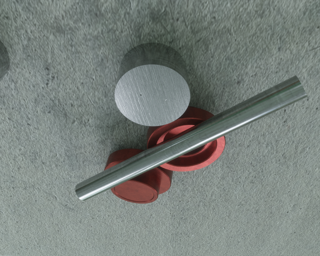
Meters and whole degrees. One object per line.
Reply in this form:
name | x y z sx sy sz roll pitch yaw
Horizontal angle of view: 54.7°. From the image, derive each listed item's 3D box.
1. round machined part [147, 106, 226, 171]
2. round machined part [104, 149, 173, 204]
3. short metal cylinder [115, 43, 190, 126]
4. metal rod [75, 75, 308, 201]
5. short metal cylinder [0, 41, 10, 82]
round machined part | 0.032 0.010 0.402 0.099 0.042 0.097 -2 133 -2
round machined part | -0.033 0.075 0.445 0.099 0.042 0.097 7 141 6
short metal cylinder | -0.008 -0.048 0.350 0.081 0.050 0.079 0 130 0
metal rod | 0.019 0.022 0.367 0.300 0.025 0.025 -27 125 21
short metal cylinder | -0.212 -0.068 0.329 0.081 0.050 0.079 0 130 0
